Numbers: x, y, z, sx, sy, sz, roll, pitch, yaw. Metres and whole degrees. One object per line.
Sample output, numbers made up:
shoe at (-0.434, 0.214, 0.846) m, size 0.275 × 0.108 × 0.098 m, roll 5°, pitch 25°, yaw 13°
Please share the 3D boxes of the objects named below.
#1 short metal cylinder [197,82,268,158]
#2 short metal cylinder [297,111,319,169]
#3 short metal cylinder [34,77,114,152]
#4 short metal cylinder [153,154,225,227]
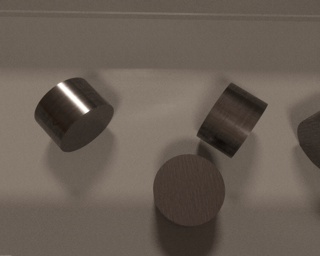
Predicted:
short metal cylinder at (0.089, -0.009, 0.385) m, size 0.050 × 0.080 × 0.080 m, roll 34°, pitch 73°, yaw 11°
short metal cylinder at (0.218, 0.013, 0.378) m, size 0.050 × 0.080 × 0.080 m, roll -29°, pitch 73°, yaw -10°
short metal cylinder at (-0.105, -0.016, 0.385) m, size 0.080 × 0.080 × 0.050 m, roll -42°, pitch 76°, yaw -14°
short metal cylinder at (0.033, 0.076, 0.369) m, size 0.081 × 0.050 × 0.080 m, roll 0°, pitch 70°, yaw 0°
